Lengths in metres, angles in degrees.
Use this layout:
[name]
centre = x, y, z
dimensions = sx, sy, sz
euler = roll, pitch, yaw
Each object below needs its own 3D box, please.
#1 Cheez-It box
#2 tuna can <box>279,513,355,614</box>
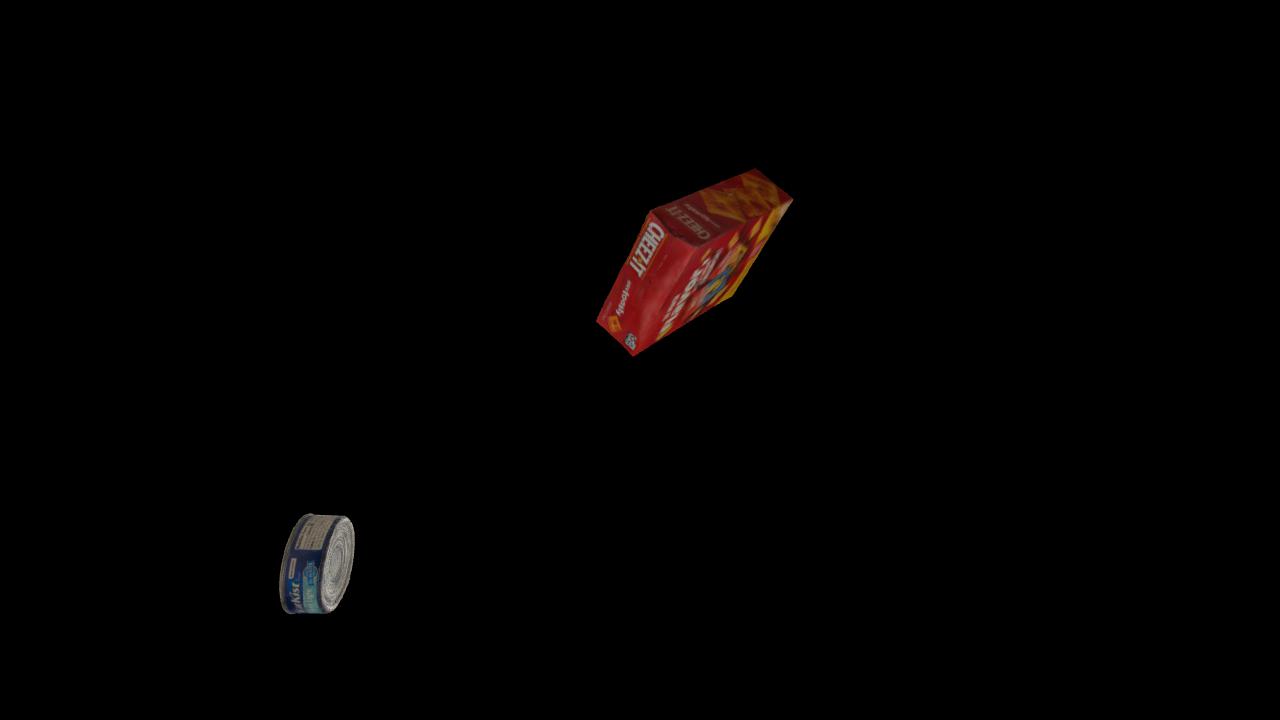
[Cheez-It box]
centre = 0.066, -0.115, 0.709
dimensions = 0.223, 0.071, 0.166
euler = -34, -19, -44
[tuna can]
centre = -0.282, 0.179, 0.542
dimensions = 0.034, 0.084, 0.084
euler = 4, -1, -7
